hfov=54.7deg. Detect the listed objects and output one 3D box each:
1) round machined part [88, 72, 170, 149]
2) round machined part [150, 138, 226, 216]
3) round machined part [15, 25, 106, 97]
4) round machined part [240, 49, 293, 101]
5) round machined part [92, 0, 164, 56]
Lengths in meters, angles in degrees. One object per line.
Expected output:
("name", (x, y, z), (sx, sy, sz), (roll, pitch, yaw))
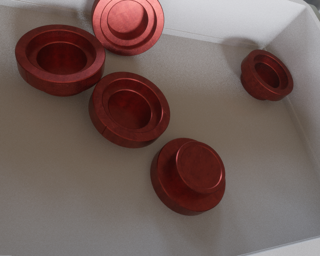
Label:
("round machined part", (-0.040, -0.018, 0.385), (0.099, 0.042, 0.098), (14, 56, -21))
("round machined part", (0.041, 0.055, 0.385), (0.099, 0.042, 0.098), (14, 56, -21))
("round machined part", (-0.117, -0.076, 0.370), (0.099, 0.042, 0.098), (8, 53, -10))
("round machined part", (0.184, -0.088, 0.550), (0.099, 0.042, 0.098), (14, 56, -21))
("round machined part", (-0.046, -0.155, 0.435), (0.099, 0.097, 0.042), (9, 36, -24))
